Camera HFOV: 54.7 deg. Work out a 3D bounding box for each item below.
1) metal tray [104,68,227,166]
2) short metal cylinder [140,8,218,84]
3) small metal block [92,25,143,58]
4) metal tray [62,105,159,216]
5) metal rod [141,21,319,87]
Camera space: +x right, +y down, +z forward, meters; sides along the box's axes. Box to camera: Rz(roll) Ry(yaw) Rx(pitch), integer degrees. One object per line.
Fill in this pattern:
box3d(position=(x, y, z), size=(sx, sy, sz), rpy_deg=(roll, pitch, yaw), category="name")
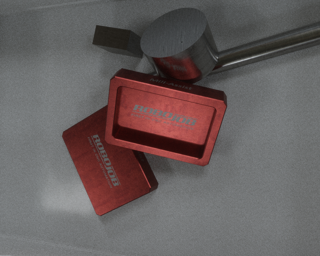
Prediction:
box3d(position=(0.004, -0.012, 0.368), size=(0.131, 0.030, 0.089), rpy_deg=(13, 120, 3), category="metal tray")
box3d(position=(0.024, -0.096, 0.369), size=(0.080, 0.050, 0.080), rpy_deg=(-14, 52, 19), category="short metal cylinder")
box3d(position=(-0.053, -0.115, 0.415), size=(0.050, 0.050, 0.025), rpy_deg=(14, 95, 19), category="small metal block")
box3d(position=(-0.071, 0.044, 0.432), size=(0.090, 0.030, 0.130), rpy_deg=(-29, 81, 17), category="metal tray")
box3d(position=(0.110, -0.090, 0.371), size=(0.301, 0.025, 0.025), rpy_deg=(-13, 86, 19), category="metal rod")
